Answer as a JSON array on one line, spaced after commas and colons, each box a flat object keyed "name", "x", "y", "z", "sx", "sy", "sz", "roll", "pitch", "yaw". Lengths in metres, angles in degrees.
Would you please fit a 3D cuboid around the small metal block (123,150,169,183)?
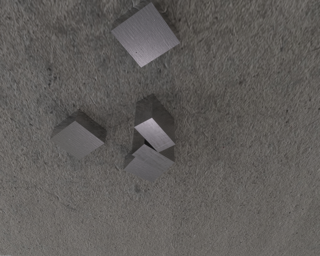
[{"name": "small metal block", "x": -0.017, "y": 0.047, "z": 0.447, "sx": 0.050, "sy": 0.025, "sz": 0.050, "roll": 28, "pitch": 125, "yaw": -22}]

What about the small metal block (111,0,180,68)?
[{"name": "small metal block", "x": -0.014, "y": -0.100, "z": 0.322, "sx": 0.050, "sy": 0.025, "sz": 0.050, "roll": -28, "pitch": 125, "yaw": 22}]

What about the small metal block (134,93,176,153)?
[{"name": "small metal block", "x": -0.006, "y": -0.007, "z": 0.385, "sx": 0.025, "sy": 0.050, "sz": 0.050, "roll": -27, "pitch": 125, "yaw": 21}]

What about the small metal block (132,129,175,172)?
[{"name": "small metal block", "x": -0.008, "y": 0.023, "z": 0.410, "sx": 0.050, "sy": 0.050, "sz": 0.025, "roll": 34, "pitch": 122, "yaw": -25}]

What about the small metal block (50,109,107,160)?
[{"name": "small metal block", "x": -0.108, "y": 0.010, "z": 0.414, "sx": 0.050, "sy": 0.025, "sz": 0.050, "roll": -32, "pitch": 123, "yaw": 24}]
